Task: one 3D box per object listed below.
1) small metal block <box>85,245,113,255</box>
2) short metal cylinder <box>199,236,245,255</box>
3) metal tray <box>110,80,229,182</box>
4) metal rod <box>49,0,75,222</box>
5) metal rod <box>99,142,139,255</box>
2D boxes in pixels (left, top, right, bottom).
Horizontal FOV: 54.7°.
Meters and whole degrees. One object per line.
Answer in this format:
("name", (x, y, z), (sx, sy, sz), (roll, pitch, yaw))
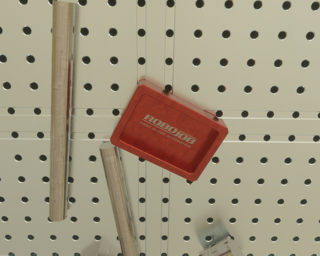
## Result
("small metal block", (-0.098, 0.224, 0.495), (0.050, 0.025, 0.050), (-38, 106, 12))
("short metal cylinder", (0.102, 0.211, 0.464), (0.050, 0.080, 0.080), (-34, 107, 11))
("metal tray", (0.012, 0.005, 0.412), (0.131, 0.030, 0.089), (27, 108, -10))
("metal rod", (-0.131, -0.007, 0.408), (0.025, 0.025, 0.298), (7, 110, -3))
("metal rod", (-0.051, 0.162, 0.472), (0.025, 0.025, 0.298), (-7, 110, 2))
